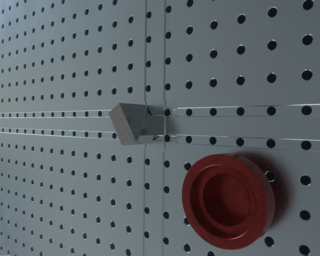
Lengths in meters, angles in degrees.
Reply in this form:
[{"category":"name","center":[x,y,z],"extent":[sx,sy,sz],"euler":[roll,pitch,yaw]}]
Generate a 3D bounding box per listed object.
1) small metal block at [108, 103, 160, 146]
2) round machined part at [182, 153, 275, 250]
[{"category":"small metal block","center":[-0.035,-0.005,0.420],"extent":[0.025,0.050,0.050],"euler":[-38,67,33]},{"category":"round machined part","center":[0.076,0.076,0.335],"extent":[0.098,0.042,0.097],"euler":[0,90,39]}]
